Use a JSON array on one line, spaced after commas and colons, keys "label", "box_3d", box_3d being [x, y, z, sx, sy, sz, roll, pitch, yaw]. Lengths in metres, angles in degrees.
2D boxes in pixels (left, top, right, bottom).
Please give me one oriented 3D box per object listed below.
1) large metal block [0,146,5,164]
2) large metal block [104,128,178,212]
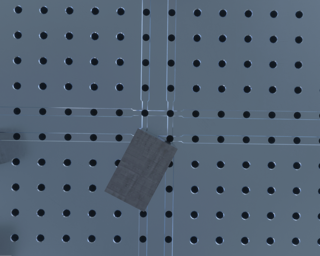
[{"label": "large metal block", "box_3d": [-0.258, 0.035, 0.384, 0.080, 0.080, 0.050, -16, 90, 0]}, {"label": "large metal block", "box_3d": [-0.021, 0.047, 0.386, 0.050, 0.080, 0.080, 28, 90, 0]}]
